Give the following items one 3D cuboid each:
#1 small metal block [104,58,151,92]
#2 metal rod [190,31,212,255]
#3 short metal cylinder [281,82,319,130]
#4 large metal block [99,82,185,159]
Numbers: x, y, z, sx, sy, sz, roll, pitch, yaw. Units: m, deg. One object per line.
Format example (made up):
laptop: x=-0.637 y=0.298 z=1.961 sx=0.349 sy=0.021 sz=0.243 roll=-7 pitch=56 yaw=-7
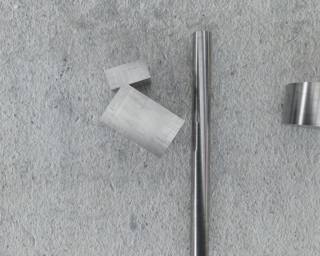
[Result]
small metal block: x=-0.039 y=-0.065 z=0.397 sx=0.050 sy=0.050 sz=0.025 roll=-18 pitch=90 yaw=0
metal rod: x=0.054 y=0.024 z=0.410 sx=0.025 sy=0.025 sz=0.298 roll=1 pitch=90 yaw=0
short metal cylinder: x=0.196 y=-0.025 z=0.384 sx=0.080 sy=0.080 sz=0.050 roll=7 pitch=90 yaw=0
large metal block: x=-0.020 y=-0.009 z=0.382 sx=0.080 sy=0.080 sz=0.050 roll=33 pitch=90 yaw=0
